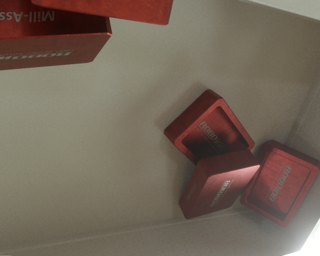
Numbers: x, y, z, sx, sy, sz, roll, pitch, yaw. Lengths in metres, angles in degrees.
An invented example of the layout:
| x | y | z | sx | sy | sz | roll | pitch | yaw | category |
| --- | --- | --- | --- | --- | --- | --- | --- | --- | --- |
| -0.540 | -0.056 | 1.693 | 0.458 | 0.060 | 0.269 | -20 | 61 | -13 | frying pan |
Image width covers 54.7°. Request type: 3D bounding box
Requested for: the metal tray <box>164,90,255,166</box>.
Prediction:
| x | y | z | sx | sy | sz | roll | pitch | yaw | category |
| --- | --- | --- | --- | --- | --- | --- | --- | --- | --- |
| 0.078 | 0.016 | 0.459 | 0.090 | 0.030 | 0.130 | -44 | 130 | 2 | metal tray |

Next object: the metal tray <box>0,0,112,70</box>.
| x | y | z | sx | sy | sz | roll | pitch | yaw | category |
| --- | --- | --- | --- | --- | --- | --- | --- | --- | --- |
| -0.115 | -0.075 | 0.256 | 0.131 | 0.090 | 0.030 | -11 | 91 | -23 | metal tray |

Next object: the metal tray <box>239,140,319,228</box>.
| x | y | z | sx | sy | sz | roll | pitch | yaw | category |
| --- | --- | --- | --- | --- | --- | --- | --- | --- | --- |
| 0.206 | 0.097 | 0.540 | 0.030 | 0.090 | 0.129 | -24 | 136 | -56 | metal tray |

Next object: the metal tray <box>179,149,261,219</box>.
| x | y | z | sx | sy | sz | roll | pitch | yaw | category |
| --- | --- | --- | --- | --- | --- | --- | --- | --- | --- |
| 0.089 | 0.091 | 0.486 | 0.091 | 0.030 | 0.129 | -9 | 140 | -22 | metal tray |

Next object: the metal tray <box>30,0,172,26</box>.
| x | y | z | sx | sy | sz | roll | pitch | yaw | category |
| --- | --- | --- | --- | --- | --- | --- | --- | --- | --- |
| -0.057 | -0.114 | 0.240 | 0.091 | 0.130 | 0.030 | -1 | 119 | -28 | metal tray |
